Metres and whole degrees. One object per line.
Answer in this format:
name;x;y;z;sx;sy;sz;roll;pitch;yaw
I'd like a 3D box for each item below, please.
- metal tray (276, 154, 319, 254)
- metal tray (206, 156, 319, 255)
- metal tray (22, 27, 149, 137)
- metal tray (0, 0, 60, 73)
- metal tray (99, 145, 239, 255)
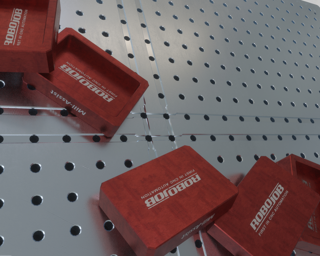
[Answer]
metal tray;0.221;0.111;0.454;0.090;0.030;0.130;21;54;-16
metal tray;0.131;0.106;0.387;0.090;0.030;0.131;38;55;17
metal tray;-0.090;-0.060;0.392;0.130;0.030;0.090;35;51;-5
metal tray;-0.168;-0.120;0.361;0.091;0.030;0.130;0;52;-12
metal tray;0.011;0.075;0.342;0.131;0.030;0.090;-21;49;-36
